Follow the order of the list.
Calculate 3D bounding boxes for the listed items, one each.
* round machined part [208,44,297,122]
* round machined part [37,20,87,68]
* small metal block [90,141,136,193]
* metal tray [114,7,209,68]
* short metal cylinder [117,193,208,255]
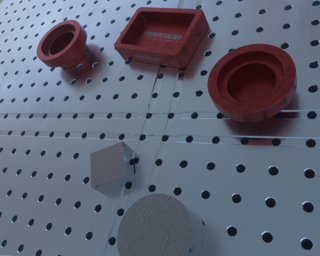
[{"bbox_3d":[0.110,-0.049,0.369,0.098,0.042,0.098,-13,56,20],"label":"round machined part"},{"bbox_3d":[-0.177,-0.151,0.581,0.098,0.042,0.098,-13,56,20],"label":"round machined part"},{"bbox_3d":[-0.063,0.052,0.408,0.050,0.025,0.050,-21,54,15],"label":"small metal block"},{"bbox_3d":[0.000,-0.147,0.493,0.130,0.030,0.090,17,70,34],"label":"metal tray"},{"bbox_3d":[0.004,0.114,0.319,0.080,0.050,0.080,-13,56,20],"label":"short metal cylinder"}]
